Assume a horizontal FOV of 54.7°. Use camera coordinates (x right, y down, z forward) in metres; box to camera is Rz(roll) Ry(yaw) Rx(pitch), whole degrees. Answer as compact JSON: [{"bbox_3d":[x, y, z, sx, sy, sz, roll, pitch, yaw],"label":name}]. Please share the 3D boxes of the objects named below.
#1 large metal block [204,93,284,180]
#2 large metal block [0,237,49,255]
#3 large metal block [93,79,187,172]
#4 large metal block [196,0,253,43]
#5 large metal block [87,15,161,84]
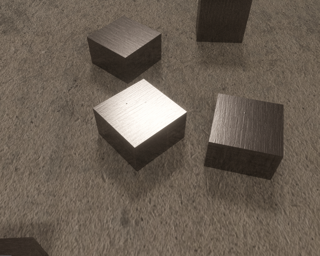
[{"bbox_3d":[0.103,0.009,0.381,0.080,0.050,0.080,11,51,9],"label":"large metal block"},{"bbox_3d":[-0.150,0.144,0.264,0.081,0.050,0.080,-2,50,-2],"label":"large metal block"},{"bbox_3d":[-0.025,-0.006,0.392,0.080,0.050,0.080,-35,58,-26],"label":"large metal block"},{"bbox_3d":[0.106,-0.196,0.534,0.081,0.080,0.050,2,50,1],"label":"large metal block"},{"bbox_3d":[-0.054,-0.126,0.493,0.080,0.050,0.080,32,57,24],"label":"large metal block"}]
